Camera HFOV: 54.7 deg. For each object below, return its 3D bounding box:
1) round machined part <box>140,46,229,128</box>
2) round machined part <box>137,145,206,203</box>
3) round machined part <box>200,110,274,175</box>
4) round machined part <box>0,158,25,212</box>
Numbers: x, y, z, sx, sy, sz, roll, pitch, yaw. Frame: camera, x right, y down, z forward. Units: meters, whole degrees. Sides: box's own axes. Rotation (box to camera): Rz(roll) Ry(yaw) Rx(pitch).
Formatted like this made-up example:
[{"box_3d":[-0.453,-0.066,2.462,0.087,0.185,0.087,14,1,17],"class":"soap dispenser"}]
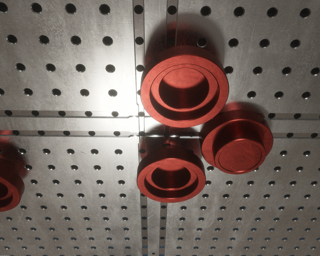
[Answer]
[{"box_3d":[0.027,-0.050,0.358,0.099,0.042,0.097,-1,130,0],"class":"round machined part"},{"box_3d":[0.016,0.064,0.455,0.099,0.042,0.097,-1,130,0],"class":"round machined part"},{"box_3d":[0.106,0.026,0.425,0.099,0.042,0.097,-1,130,0],"class":"round machined part"},{"box_3d":[-0.254,0.081,0.465,0.099,0.042,0.097,-1,130,0],"class":"round machined part"}]
